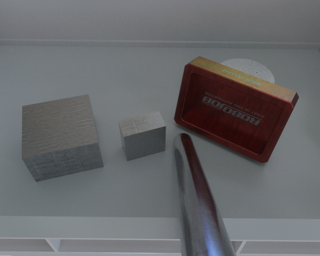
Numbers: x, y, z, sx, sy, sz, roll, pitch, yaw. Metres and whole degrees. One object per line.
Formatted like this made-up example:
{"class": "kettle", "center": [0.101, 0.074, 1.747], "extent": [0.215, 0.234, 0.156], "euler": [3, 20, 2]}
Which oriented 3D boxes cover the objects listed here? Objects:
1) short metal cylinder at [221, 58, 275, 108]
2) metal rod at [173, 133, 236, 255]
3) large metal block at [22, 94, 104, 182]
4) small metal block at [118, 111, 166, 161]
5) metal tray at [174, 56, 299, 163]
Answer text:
{"class": "short metal cylinder", "center": [0.113, -0.053, 0.435], "extent": [0.081, 0.050, 0.080], "euler": [0, 50, 0]}
{"class": "metal rod", "center": [0.025, 0.044, 0.246], "extent": [0.025, 0.025, 0.300], "euler": [2, 10, 1]}
{"class": "large metal block", "center": [-0.118, 0.011, 0.378], "extent": [0.081, 0.050, 0.080], "euler": [-12, 51, -10]}
{"class": "small metal block", "center": [-0.021, 0.011, 0.380], "extent": [0.050, 0.050, 0.025], "euler": [-15, 52, -12]}
{"class": "metal tray", "center": [0.087, -0.023, 0.380], "extent": [0.130, 0.089, 0.030], "euler": [26, 40, 19]}
